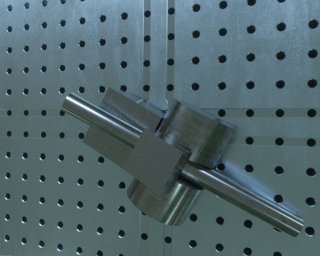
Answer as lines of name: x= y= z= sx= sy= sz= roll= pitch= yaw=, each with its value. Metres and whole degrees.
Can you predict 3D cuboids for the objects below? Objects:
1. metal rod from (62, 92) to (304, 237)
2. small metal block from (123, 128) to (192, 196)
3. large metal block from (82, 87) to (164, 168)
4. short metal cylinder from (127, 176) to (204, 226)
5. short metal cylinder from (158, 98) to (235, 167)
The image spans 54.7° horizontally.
metal rod: x=0.024 y=0.041 z=0.358 sx=0.301 sy=0.025 sz=0.025 roll=29 pitch=100 yaw=2
small metal block: x=-0.003 y=0.034 z=0.326 sx=0.050 sy=0.025 sz=0.050 roll=32 pitch=101 yaw=25
large metal block: x=-0.041 y=0.003 z=0.408 sx=0.080 sy=0.050 sz=0.080 roll=31 pitch=100 yaw=17
short metal cylinder: x=0.007 y=0.073 z=0.377 sx=0.080 sy=0.080 sz=0.050 roll=32 pitch=100 yaw=17
short metal cylinder: x=0.041 y=0.004 z=0.366 sx=0.080 sy=0.080 sz=0.050 roll=29 pitch=100 yaw=17
